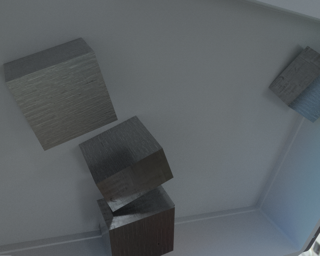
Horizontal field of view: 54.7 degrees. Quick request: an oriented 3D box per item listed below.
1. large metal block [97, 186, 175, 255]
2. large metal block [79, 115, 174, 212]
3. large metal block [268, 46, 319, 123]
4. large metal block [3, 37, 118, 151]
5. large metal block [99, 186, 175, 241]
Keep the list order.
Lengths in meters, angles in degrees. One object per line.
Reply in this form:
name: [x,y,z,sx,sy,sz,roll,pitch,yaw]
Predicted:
large metal block: [-0.030,0.124,0.390,0.081,0.050,0.079,-14,124,-21]
large metal block: [-0.042,0.040,0.376,0.080,0.080,0.050,-28,128,-11]
large metal block: [0.230,-0.064,0.472,0.080,0.050,0.080,22,118,-37]
large metal block: [-0.099,-0.036,0.317,0.081,0.050,0.080,-24,128,-14]
large metal block: [-0.036,0.130,0.455,0.081,0.050,0.079,5,116,-31]
